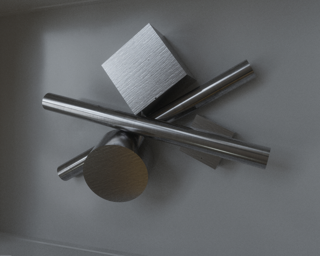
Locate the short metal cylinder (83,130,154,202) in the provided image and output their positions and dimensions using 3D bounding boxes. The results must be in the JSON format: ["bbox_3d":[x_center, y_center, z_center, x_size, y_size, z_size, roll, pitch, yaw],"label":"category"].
[{"bbox_3d":[-0.051,0.047,0.398,0.080,0.050,0.079,2,112,6],"label":"short metal cylinder"}]

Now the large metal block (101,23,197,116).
[{"bbox_3d":[-0.013,-0.071,0.399,0.080,0.050,0.080,-37,78,16],"label":"large metal block"}]

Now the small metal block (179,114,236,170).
[{"bbox_3d":[0.060,0.016,0.385,0.050,0.025,0.050,28,99,17],"label":"small metal block"}]

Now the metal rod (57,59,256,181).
[{"bbox_3d":[-0.017,-0.002,0.413,0.300,0.025,0.025,-29,81,17],"label":"metal rod"}]

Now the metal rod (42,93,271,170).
[{"bbox_3d":[-0.019,-0.002,0.388,0.301,0.025,0.025,15,95,19],"label":"metal rod"}]
